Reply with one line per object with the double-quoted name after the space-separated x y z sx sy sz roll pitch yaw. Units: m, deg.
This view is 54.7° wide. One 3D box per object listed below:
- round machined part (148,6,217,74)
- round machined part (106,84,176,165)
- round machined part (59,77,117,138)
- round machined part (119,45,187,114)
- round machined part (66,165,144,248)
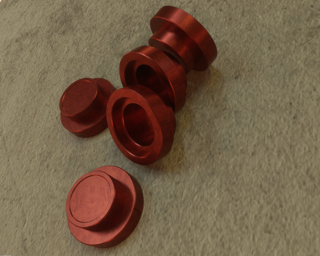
0.024 -0.108 0.410 0.098 0.098 0.042 34 80 38 "round machined part"
-0.019 -0.007 0.383 0.098 0.097 0.042 25 36 36 "round machined part"
-0.113 -0.038 0.473 0.098 0.042 0.098 -13 56 20 "round machined part"
-0.004 -0.061 0.402 0.098 0.097 0.042 24 50 36 "round machined part"
-0.073 0.090 0.374 0.098 0.042 0.098 -13 56 20 "round machined part"
